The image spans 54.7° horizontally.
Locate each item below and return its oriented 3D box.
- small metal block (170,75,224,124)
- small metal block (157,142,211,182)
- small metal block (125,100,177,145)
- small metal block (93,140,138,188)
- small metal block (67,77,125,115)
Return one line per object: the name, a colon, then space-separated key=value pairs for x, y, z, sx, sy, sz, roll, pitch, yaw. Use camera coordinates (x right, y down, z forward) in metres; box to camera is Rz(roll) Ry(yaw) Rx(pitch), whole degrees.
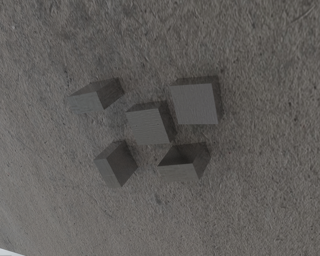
small metal block: x=0.044 y=-0.032 z=0.364 sx=0.050 sy=0.025 sz=0.050 roll=0 pitch=119 yaw=28
small metal block: x=0.032 y=0.044 z=0.401 sx=0.050 sy=0.050 sz=0.025 roll=-9 pitch=114 yaw=32
small metal block: x=-0.011 y=-0.006 z=0.409 sx=0.050 sy=0.025 sz=0.050 roll=-6 pitch=116 yaw=30
small metal block: x=-0.064 y=0.053 z=0.457 sx=0.025 sy=0.050 sz=0.050 roll=-11 pitch=113 yaw=33
small metal block: x=-0.084 y=-0.043 z=0.409 sx=0.050 sy=0.050 sz=0.025 roll=-6 pitch=115 yaw=31
